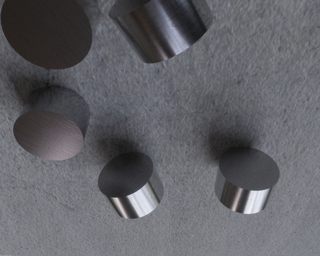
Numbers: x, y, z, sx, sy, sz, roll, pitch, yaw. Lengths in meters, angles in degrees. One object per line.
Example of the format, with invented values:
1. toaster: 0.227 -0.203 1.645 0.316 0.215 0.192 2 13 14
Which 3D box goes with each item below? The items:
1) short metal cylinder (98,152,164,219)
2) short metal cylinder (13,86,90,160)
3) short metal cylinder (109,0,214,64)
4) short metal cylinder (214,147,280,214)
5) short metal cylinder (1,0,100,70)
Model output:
1. short metal cylinder: -0.040 0.080 0.439 0.080 0.080 0.050 -13 129 10
2. short metal cylinder: -0.131 -0.005 0.384 0.081 0.050 0.079 0 130 0
3. short metal cylinder: 0.001 -0.105 0.282 0.080 0.080 0.050 -25 126 19
4. short metal cylinder: 0.120 0.072 0.434 0.081 0.080 0.050 0 130 -1
5. short metal cylinder: -0.102 -0.104 0.300 0.081 0.050 0.079 0 130 0
